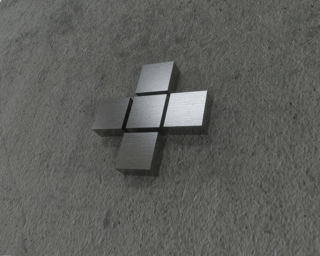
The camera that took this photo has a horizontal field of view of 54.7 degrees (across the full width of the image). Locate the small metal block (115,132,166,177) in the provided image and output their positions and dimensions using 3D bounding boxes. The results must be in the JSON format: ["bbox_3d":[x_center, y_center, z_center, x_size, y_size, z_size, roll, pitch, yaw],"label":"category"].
[{"bbox_3d":[-0.024,0.034,0.396,0.050,0.025,0.050,-2,61,27],"label":"small metal block"}]

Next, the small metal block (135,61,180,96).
[{"bbox_3d":[-0.002,-0.066,0.446,0.050,0.025,0.050,-2,61,27],"label":"small metal block"}]

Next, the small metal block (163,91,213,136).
[{"bbox_3d":[0.037,-0.018,0.396,0.050,0.025,0.050,-2,61,27],"label":"small metal block"}]

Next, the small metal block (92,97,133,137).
[{"bbox_3d":[-0.064,-0.015,0.446,0.050,0.025,0.050,-2,61,27],"label":"small metal block"}]

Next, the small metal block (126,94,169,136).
[{"bbox_3d":[-0.013,-0.017,0.421,0.050,0.025,0.050,-2,61,27],"label":"small metal block"}]
